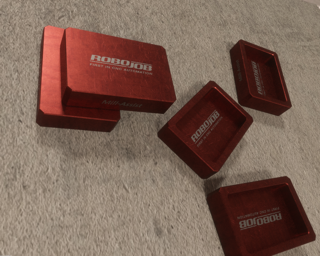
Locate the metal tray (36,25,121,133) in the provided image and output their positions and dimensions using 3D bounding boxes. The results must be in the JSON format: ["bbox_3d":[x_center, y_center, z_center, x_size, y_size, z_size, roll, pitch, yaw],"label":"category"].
[{"bbox_3d":[-0.101,-0.061,0.385,0.091,0.030,0.130,6,59,-26],"label":"metal tray"}]

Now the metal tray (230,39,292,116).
[{"bbox_3d":[0.178,-0.091,0.554,0.091,0.030,0.130,13,56,-22],"label":"metal tray"}]

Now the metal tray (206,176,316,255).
[{"bbox_3d":[0.133,0.116,0.403,0.131,0.030,0.090,-2,63,-30],"label":"metal tray"}]

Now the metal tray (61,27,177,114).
[{"bbox_3d":[-0.050,-0.067,0.377,0.131,0.030,0.090,4,60,-27],"label":"metal tray"}]

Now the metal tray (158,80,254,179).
[{"bbox_3d":[0.069,-0.002,0.440,0.090,0.030,0.131,44,51,2],"label":"metal tray"}]
